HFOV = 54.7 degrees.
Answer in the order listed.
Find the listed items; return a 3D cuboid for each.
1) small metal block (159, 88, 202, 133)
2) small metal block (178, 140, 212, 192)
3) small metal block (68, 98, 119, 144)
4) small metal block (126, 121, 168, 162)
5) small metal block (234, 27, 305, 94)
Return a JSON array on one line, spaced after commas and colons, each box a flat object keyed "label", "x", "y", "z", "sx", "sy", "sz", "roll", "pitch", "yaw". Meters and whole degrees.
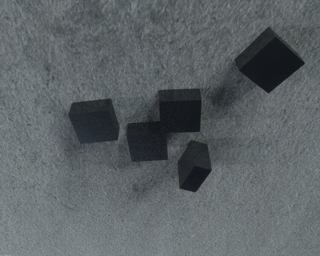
[{"label": "small metal block", "x": 0.025, "y": -0.021, "z": 0.390, "sx": 0.050, "sy": 0.025, "sz": 0.050, "roll": -2, "pitch": 130, "yaw": 1}, {"label": "small metal block", "x": 0.048, "y": 0.054, "z": 0.438, "sx": 0.025, "sy": 0.050, "sz": 0.050, "roll": 16, "pitch": 128, "yaw": -14}, {"label": "small metal block", "x": -0.083, "y": -0.008, "z": 0.399, "sx": 0.050, "sy": 0.025, "sz": 0.050, "roll": -6, "pitch": 130, "yaw": 4}, {"label": "small metal block", "x": -0.016, "y": 0.019, "z": 0.423, "sx": 0.050, "sy": 0.025, "sz": 0.050, "roll": -4, "pitch": 130, "yaw": 3}, {"label": "small metal block", "x": 0.121, "y": -0.074, "z": 0.346, "sx": 0.050, "sy": 0.025, "sz": 0.050, "roll": 31, "pitch": 124, "yaw": -24}]
